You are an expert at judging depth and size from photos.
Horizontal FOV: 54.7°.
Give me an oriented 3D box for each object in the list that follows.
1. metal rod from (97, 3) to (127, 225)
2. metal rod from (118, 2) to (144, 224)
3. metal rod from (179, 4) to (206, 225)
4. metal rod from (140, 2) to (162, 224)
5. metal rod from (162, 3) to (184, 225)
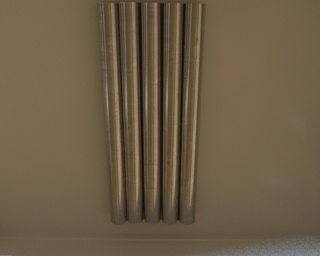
[{"bbox_3d":[-0.060,-0.004,0.408,0.025,0.025,0.298,0,110,0],"label":"metal rod"},{"bbox_3d":[-0.036,-0.005,0.408,0.025,0.025,0.298,0,110,0],"label":"metal rod"},{"bbox_3d":[0.040,-0.004,0.409,0.025,0.025,0.298,0,110,0],"label":"metal rod"},{"bbox_3d":[-0.011,-0.005,0.408,0.025,0.025,0.298,0,110,0],"label":"metal rod"},{"bbox_3d":[0.015,-0.004,0.408,0.025,0.025,0.298,0,110,0],"label":"metal rod"}]
